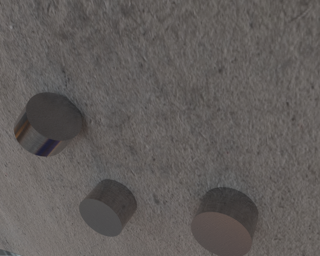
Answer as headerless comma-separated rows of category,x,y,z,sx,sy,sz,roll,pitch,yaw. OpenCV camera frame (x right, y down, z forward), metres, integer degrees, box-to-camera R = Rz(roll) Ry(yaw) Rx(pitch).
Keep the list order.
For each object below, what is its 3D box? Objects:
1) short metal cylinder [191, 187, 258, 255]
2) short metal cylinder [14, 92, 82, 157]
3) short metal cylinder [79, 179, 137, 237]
short metal cylinder,0.089,0.128,0.422,0.080,0.050,0.079,13,124,20
short metal cylinder,-0.162,-0.005,0.451,0.080,0.080,0.050,47,129,-5
short metal cylinder,-0.086,0.133,0.516,0.080,0.050,0.079,13,124,20
